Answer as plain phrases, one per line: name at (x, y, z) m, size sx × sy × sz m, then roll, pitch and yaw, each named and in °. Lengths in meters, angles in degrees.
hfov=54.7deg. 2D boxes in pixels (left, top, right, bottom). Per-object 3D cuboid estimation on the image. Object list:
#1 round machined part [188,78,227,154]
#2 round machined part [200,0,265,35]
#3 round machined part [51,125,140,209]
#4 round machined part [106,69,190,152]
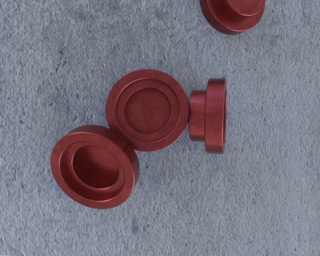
round machined part at (0.063, -0.015, 0.403) m, size 0.042 × 0.098 × 0.097 m, roll 2°, pitch 89°, yaw 14°
round machined part at (0.110, -0.187, 0.440) m, size 0.099 × 0.042 × 0.097 m, roll 0°, pitch 90°, yaw -20°
round machined part at (-0.070, 0.041, 0.357) m, size 0.098 × 0.042 × 0.097 m, roll 5°, pitch 114°, yaw 12°
round machined part at (-0.015, -0.021, 0.384) m, size 0.099 × 0.042 × 0.097 m, roll 0°, pitch 92°, yaw -1°
